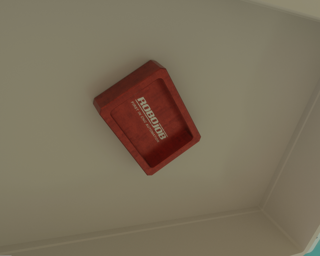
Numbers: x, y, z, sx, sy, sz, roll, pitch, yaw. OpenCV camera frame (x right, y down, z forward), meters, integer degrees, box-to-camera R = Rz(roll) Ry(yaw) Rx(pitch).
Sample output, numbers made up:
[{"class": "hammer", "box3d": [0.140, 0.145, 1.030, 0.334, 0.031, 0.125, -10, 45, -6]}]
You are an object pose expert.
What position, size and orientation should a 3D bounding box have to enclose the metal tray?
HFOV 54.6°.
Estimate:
[{"class": "metal tray", "box3d": [-0.011, -0.008, 0.393, 0.090, 0.030, 0.130, -36, 129, -5]}]
